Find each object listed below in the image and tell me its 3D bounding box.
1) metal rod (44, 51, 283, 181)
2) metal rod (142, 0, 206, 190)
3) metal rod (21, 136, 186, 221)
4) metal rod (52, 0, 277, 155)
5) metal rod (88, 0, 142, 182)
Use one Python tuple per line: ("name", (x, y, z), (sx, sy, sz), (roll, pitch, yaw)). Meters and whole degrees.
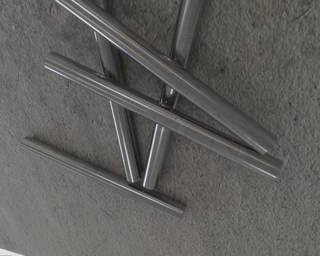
("metal rod", (-0.005, -0.019, 0.363), (0.301, 0.025, 0.025), (26, 128, 11))
("metal rod", (0.012, -0.035, 0.378), (0.025, 0.025, 0.298), (23, 127, 14))
("metal rod", (-0.100, 0.077, 0.507), (0.301, 0.025, 0.025), (21, 126, 15))
("metal rod", (-0.006, -0.072, 0.331), (0.300, 0.025, 0.025), (37, 129, 3))
("metal rod", (-0.058, -0.055, 0.403), (0.025, 0.025, 0.298), (6, 121, 25))
